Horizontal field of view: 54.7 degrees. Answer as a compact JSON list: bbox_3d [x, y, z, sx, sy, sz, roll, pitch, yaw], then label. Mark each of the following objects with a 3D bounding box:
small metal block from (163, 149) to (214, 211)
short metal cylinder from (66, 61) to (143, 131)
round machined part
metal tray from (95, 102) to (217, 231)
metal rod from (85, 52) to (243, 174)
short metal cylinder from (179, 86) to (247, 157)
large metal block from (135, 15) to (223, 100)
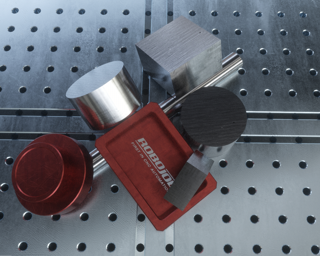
[{"bbox_3d":[0.033,0.057,0.347,0.025,0.050,0.050,33,109,9],"label":"small metal block"},{"bbox_3d":[-0.069,-0.042,0.391,0.080,0.050,0.080,-21,31,14],"label":"short metal cylinder"},{"bbox_3d":[-0.133,0.054,0.368,0.098,0.042,0.098,-4,75,15],"label":"round machined part"},{"bbox_3d":[-0.005,0.045,0.377,0.090,0.030,0.130,-36,87,-12],"label":"metal tray"},{"bbox_3d":[-0.008,-0.012,0.418,0.301,0.025,0.025,-36,74,-12],"label":"metal rod"},{"bbox_3d":[0.066,-0.007,0.401,0.081,0.050,0.080,0,70,0],"label":"short metal cylinder"},{"bbox_3d":[0.026,-0.098,0.422,0.080,0.050,0.080,-35,54,-12],"label":"large metal block"}]
